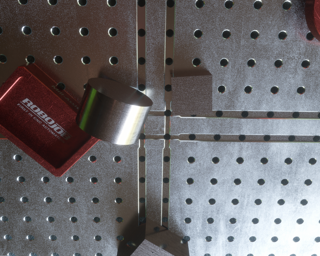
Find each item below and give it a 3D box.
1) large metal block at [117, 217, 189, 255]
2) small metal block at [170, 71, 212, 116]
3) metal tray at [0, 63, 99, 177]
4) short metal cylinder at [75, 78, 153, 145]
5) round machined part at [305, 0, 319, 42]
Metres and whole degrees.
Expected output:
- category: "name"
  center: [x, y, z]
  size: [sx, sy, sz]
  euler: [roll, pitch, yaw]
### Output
- category: "large metal block"
  center: [-0.012, 0.198, 0.473]
  size: [0.080, 0.050, 0.080]
  euler: [34, 106, -12]
- category: "small metal block"
  center: [0.040, -0.044, 0.398]
  size: [0.050, 0.025, 0.050]
  euler: [-3, 110, 0]
- category: "metal tray"
  center: [-0.151, -0.008, 0.405]
  size: [0.090, 0.030, 0.130]
  euler: [-43, 105, 14]
- category: "short metal cylinder"
  center: [-0.055, -0.022, 0.375]
  size: [0.080, 0.080, 0.050]
  euler: [20, 109, -8]
- category: "round machined part"
  center: [0.215, -0.142, 0.355]
  size: [0.099, 0.042, 0.097]
  euler: [0, 110, -1]
